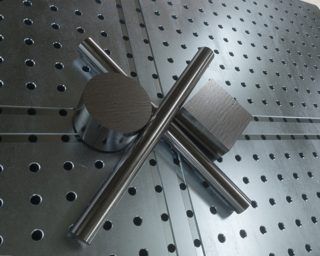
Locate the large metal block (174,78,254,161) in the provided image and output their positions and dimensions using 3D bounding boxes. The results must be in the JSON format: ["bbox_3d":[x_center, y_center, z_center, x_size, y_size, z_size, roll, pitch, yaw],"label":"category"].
[{"bbox_3d":[0.069,-0.010,0.430,0.080,0.050,0.080,44,51,2],"label":"large metal block"}]

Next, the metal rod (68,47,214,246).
[{"bbox_3d":[-0.005,-0.001,0.374,0.025,0.025,0.301,37,59,-4],"label":"metal rod"}]

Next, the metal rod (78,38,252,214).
[{"bbox_3d":[0.004,-0.005,0.408,0.300,0.025,0.025,46,51,3],"label":"metal rod"}]

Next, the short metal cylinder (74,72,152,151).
[{"bbox_3d":[-0.057,-0.019,0.368,0.081,0.050,0.080,14,56,-21],"label":"short metal cylinder"}]
